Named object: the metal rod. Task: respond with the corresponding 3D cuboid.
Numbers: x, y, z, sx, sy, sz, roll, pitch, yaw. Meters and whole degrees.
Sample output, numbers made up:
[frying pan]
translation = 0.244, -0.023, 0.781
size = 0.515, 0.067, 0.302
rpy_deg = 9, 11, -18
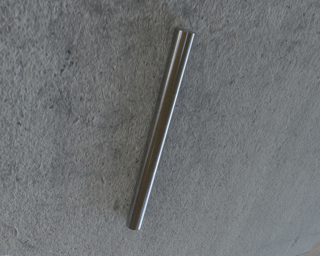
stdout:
[metal rod]
translation = -0.006, 0.019, 0.418
size = 0.025, 0.025, 0.298
rpy_deg = 0, 118, -29
